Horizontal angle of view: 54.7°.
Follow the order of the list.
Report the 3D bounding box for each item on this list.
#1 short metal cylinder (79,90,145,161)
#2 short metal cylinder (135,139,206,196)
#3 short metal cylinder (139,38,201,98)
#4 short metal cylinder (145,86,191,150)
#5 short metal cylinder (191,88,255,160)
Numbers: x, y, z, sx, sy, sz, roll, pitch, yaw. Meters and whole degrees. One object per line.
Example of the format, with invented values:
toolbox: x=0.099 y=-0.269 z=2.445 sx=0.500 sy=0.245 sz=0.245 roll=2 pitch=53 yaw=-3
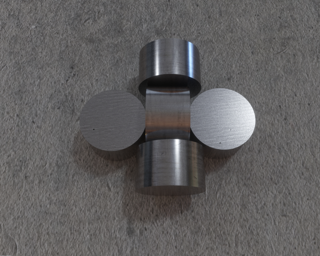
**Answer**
short metal cylinder: x=-0.057 y=-0.002 z=0.396 sx=0.081 sy=0.050 sz=0.080 roll=0 pitch=70 yaw=-1
short metal cylinder: x=0.012 y=0.049 z=0.363 sx=0.081 sy=0.080 sz=0.050 roll=0 pitch=70 yaw=0
short metal cylinder: x=0.013 y=-0.073 z=0.407 sx=0.081 sy=0.080 sz=0.050 roll=0 pitch=70 yaw=0
short metal cylinder: x=0.009 y=-0.012 z=0.385 sx=0.050 sy=0.080 sz=0.080 roll=0 pitch=70 yaw=0
short metal cylinder: x=0.075 y=-0.004 z=0.397 sx=0.080 sy=0.050 sz=0.080 roll=0 pitch=70 yaw=0
